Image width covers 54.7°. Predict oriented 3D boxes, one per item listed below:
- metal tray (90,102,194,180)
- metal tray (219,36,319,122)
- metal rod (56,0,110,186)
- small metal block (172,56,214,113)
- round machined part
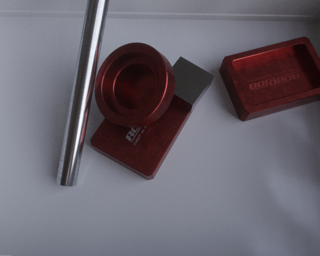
[{"bbox_3d":[-0.018,-0.009,0.410,0.090,0.030,0.130,28,72,9],"label":"metal tray"},{"bbox_3d":[0.161,-0.070,0.434,0.131,0.030,0.090,-15,71,-6],"label":"metal tray"},{"bbox_3d":[-0.088,-0.077,0.373,0.025,0.025,0.298,12,95,4],"label":"metal rod"},{"bbox_3d":[0.033,-0.056,0.398,0.050,0.025,0.050,33,73,11],"label":"small metal block"},{"bbox_3d":[-0.026,-0.048,0.371,0.098,0.042,0.097,-4,80,26],"label":"round machined part"}]
